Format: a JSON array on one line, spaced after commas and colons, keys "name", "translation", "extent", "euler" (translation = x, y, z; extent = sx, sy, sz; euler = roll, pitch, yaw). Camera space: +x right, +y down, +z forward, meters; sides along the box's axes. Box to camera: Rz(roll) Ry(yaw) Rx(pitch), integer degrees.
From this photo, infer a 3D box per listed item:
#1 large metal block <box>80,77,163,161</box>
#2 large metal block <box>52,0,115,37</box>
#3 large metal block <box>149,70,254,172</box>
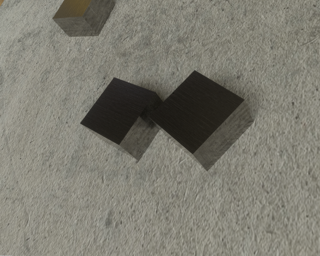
[{"name": "large metal block", "translation": [-0.046, -0.014, 0.420], "extent": [0.080, 0.050, 0.080], "euler": [24, 75, 36]}, {"name": "large metal block", "translation": [-0.148, -0.227, 0.605], "extent": [0.080, 0.050, 0.080], "euler": [9, 66, 32]}, {"name": "large metal block", "translation": [0.049, -0.010, 0.368], "extent": [0.080, 0.050, 0.080], "euler": [-46, 51, -4]}]
